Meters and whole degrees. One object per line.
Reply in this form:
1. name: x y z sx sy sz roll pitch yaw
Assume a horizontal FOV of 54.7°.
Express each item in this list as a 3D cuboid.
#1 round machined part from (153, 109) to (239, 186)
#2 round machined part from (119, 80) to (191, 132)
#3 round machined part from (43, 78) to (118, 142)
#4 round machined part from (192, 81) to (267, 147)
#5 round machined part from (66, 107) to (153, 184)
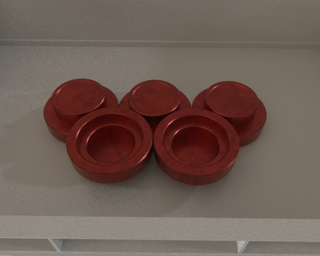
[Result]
1. round machined part: 0.041 0.026 0.370 0.099 0.042 0.098 0 50 0
2. round machined part: -0.007 -0.027 0.414 0.099 0.042 0.098 0 49 0
3. round machined part: -0.105 -0.029 0.414 0.099 0.042 0.098 1 49 -1
4. round machined part: 0.092 -0.025 0.412 0.099 0.042 0.098 0 49 0
5. round machined part: -0.057 0.024 0.371 0.099 0.042 0.098 0 50 0
